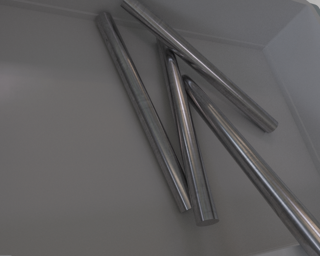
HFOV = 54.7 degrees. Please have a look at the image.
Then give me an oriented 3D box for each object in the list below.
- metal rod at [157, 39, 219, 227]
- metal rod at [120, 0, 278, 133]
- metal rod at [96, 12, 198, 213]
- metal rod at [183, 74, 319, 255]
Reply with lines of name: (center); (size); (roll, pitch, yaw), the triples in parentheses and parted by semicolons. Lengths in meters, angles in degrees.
metal rod: (0.029, -0.021, 0.415); (0.025, 0.025, 0.299); (7, 53, -25)
metal rod: (0.068, -0.091, 0.469); (0.301, 0.025, 0.025); (38, 51, -14)
metal rod: (-0.024, -0.033, 0.412); (0.025, 0.025, 0.299); (-12, 68, -33)
metal rod: (0.088, 0.018, 0.361); (0.025, 0.025, 0.300); (3, 35, -27)
